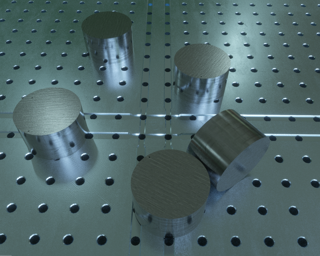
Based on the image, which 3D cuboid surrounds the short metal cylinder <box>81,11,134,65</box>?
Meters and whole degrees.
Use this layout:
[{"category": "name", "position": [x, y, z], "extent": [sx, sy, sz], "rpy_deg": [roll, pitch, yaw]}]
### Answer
[{"category": "short metal cylinder", "position": [-0.086, -0.151, 0.517], "extent": [0.081, 0.050, 0.080], "rpy_deg": [0, 50, 0]}]

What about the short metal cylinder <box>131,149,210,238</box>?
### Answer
[{"category": "short metal cylinder", "position": [0.011, 0.070, 0.333], "extent": [0.081, 0.050, 0.080], "rpy_deg": [0, 50, 0]}]

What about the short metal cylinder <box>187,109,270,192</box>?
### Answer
[{"category": "short metal cylinder", "position": [0.077, 0.025, 0.352], "extent": [0.081, 0.080, 0.050], "rpy_deg": [-30, 56, -23]}]

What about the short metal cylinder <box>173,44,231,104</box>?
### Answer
[{"category": "short metal cylinder", "position": [0.060, -0.081, 0.460], "extent": [0.081, 0.050, 0.080], "rpy_deg": [0, 50, 0]}]

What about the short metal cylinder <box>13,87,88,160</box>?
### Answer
[{"category": "short metal cylinder", "position": [-0.137, -0.006, 0.395], "extent": [0.081, 0.050, 0.080], "rpy_deg": [0, 50, 0]}]
